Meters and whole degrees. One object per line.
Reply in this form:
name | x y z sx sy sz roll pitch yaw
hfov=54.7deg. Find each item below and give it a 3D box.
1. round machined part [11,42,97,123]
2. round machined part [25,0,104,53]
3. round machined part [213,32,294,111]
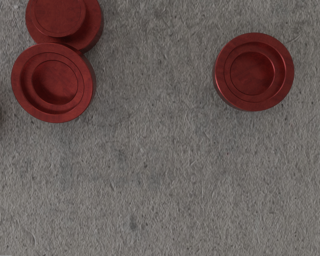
round machined part | -0.129 -0.058 0.391 0.099 0.042 0.097 0 108 0
round machined part | -0.125 -0.144 0.400 0.099 0.042 0.097 0 90 0
round machined part | 0.117 -0.070 0.402 0.099 0.042 0.097 0 90 0
